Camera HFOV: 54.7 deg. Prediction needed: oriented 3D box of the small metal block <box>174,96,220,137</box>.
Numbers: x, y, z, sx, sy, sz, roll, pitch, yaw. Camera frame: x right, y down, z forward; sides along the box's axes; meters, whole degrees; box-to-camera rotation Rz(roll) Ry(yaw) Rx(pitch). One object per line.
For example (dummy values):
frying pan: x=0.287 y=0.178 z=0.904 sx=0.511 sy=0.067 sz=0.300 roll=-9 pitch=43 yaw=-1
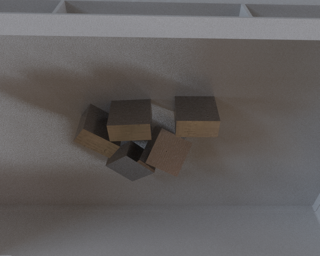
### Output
small metal block: x=0.044 y=-0.015 z=0.381 sx=0.050 sy=0.050 sz=0.025 roll=0 pitch=130 yaw=-1

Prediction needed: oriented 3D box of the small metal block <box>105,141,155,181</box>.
small metal block: x=-0.040 y=0.048 z=0.441 sx=0.050 sy=0.025 sz=0.050 roll=36 pitch=138 yaw=-27

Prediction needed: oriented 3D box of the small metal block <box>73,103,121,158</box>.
small metal block: x=-0.077 y=0.003 z=0.395 sx=0.050 sy=0.050 sz=0.025 roll=29 pitch=124 yaw=-23

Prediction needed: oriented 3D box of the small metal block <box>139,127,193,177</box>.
small metal block: x=0.008 y=0.032 z=0.419 sx=0.050 sy=0.025 sz=0.050 roll=27 pitch=84 yaw=-22

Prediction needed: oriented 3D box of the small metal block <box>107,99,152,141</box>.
small metal block: x=-0.036 y=-0.010 z=0.383 sx=0.050 sy=0.050 sz=0.025 roll=-2 pitch=130 yaw=1
